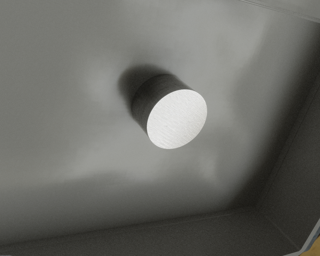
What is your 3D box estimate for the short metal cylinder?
[{"bbox_3d":[0.011,-0.021,0.387,0.081,0.050,0.079,-14,125,-21],"label":"short metal cylinder"}]
